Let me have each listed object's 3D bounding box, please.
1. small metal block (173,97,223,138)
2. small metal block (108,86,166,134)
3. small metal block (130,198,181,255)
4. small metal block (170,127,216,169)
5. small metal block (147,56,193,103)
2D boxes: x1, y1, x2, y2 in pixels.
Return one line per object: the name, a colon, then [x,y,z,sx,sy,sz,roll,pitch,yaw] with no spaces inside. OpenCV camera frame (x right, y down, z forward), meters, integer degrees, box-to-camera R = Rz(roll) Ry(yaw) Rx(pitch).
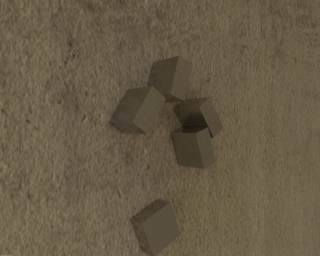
small metal block: [0.053,-0.014,0.436,0.025,0.050,0.050,-44,117,-31]
small metal block: [-0.027,-0.021,0.367,0.025,0.050,0.050,41,65,-33]
small metal block: [-0.005,0.128,0.403,0.050,0.025,0.050,-29,108,-37]
small metal block: [0.045,0.026,0.428,0.025,0.050,0.050,-24,105,-38]
small metal block: [0.011,-0.061,0.399,0.025,0.050,0.050,22,76,-39]
